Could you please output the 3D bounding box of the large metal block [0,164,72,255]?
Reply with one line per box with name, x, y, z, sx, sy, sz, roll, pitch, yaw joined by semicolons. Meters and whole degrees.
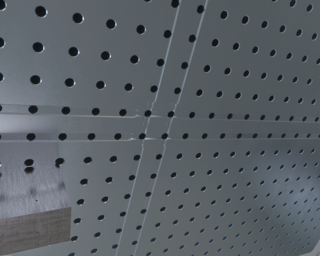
large metal block;-0.149;0.088;0.348;0.081;0.080;0.050;-4;120;-26
